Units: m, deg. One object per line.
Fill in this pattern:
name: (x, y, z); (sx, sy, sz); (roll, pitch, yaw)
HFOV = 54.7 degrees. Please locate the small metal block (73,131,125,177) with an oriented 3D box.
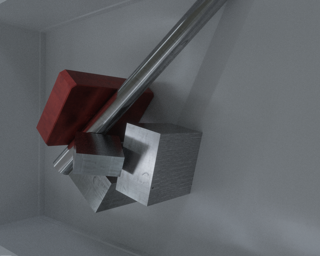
small metal block: (-0.070, 0.029, 0.348); (0.050, 0.050, 0.025); (-119, 40, -60)

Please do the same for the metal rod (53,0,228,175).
metal rod: (-0.022, -0.057, 0.363); (0.299, 0.025, 0.025); (-47, 61, 10)

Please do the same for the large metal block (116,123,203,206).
large metal block: (0.000, 0.039, 0.368); (0.050, 0.081, 0.079); (17, 101, 38)

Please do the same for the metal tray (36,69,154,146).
metal tray: (-0.079, -0.022, 0.399); (0.030, 0.131, 0.089); (48, 120, 30)

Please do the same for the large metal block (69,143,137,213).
large metal block: (-0.068, 0.061, 0.425); (0.080, 0.081, 0.050); (44, 116, 31)
